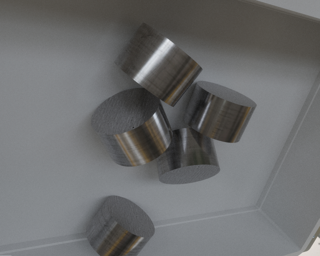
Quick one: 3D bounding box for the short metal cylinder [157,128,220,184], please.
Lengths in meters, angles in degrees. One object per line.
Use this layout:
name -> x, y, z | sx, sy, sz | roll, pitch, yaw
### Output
short metal cylinder -> 0.035, 0.039, 0.414 | 0.081, 0.050, 0.080 | -7, 155, -3

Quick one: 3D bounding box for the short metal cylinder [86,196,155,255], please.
short metal cylinder -> -0.054, 0.141, 0.432 | 0.080, 0.080, 0.050 | 28, 103, -38

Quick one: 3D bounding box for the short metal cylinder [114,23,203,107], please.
short metal cylinder -> -0.001, -0.067, 0.332 | 0.080, 0.080, 0.050 | 31, 101, -38

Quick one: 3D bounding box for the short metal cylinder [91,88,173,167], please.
short metal cylinder -> -0.031, -0.002, 0.356 | 0.080, 0.080, 0.050 | -30, 129, -10

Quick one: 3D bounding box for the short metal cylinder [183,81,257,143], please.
short metal cylinder -> 0.077, -0.023, 0.403 | 0.081, 0.080, 0.050 | 6, 115, -32
